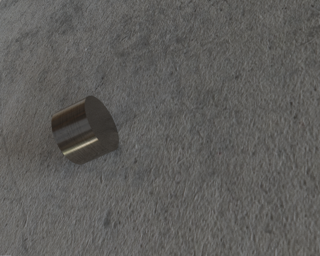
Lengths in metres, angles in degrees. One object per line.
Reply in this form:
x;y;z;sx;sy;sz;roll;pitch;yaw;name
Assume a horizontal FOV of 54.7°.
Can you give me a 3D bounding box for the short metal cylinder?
-0.098;0.003;0.416;0.050;0.080;0.080;-24;53;13;short metal cylinder
